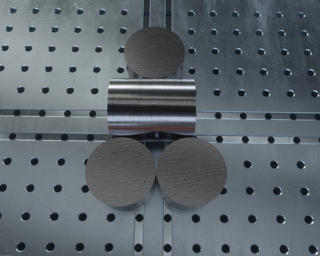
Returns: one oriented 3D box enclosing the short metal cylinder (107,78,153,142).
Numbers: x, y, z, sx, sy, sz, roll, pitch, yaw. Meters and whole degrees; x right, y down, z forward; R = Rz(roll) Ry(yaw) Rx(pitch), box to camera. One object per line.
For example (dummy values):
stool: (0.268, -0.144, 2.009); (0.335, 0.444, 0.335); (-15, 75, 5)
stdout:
short metal cylinder: (-0.035, -0.023, 0.391); (0.050, 0.080, 0.080); (0, 70, 0)

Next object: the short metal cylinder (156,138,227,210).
short metal cylinder: (0.036, 0.057, 0.376); (0.081, 0.050, 0.080); (0, 70, 0)

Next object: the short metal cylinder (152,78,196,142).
short metal cylinder: (0.016, -0.022, 0.392); (0.050, 0.080, 0.080); (0, 70, 0)

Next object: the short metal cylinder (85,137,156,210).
short metal cylinder: (-0.045, 0.057, 0.376); (0.081, 0.050, 0.080); (0, 70, 0)

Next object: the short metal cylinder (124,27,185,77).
short metal cylinder: (-0.007, -0.093, 0.432); (0.081, 0.050, 0.080); (0, 70, 0)
